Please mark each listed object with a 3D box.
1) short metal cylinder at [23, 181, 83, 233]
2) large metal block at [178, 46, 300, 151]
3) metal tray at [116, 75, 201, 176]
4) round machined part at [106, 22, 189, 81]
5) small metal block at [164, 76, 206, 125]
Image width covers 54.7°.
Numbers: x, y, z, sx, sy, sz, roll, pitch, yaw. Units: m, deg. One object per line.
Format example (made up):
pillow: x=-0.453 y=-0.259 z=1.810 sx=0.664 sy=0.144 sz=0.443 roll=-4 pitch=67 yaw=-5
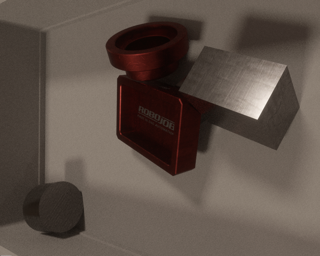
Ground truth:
short metal cylinder: x=-0.176 y=0.131 z=0.513 sx=0.050 sy=0.081 sz=0.080 roll=-14 pitch=81 yaw=39
large metal block: x=0.078 y=-0.028 z=0.297 sx=0.080 sy=0.080 sz=0.050 roll=26 pitch=83 yaw=36
metal tray: x=-0.008 y=-0.010 z=0.379 sx=0.130 sy=0.030 sz=0.089 roll=28 pitch=121 yaw=47
round machined part: x=-0.013 y=-0.092 z=0.380 sx=0.098 sy=0.099 sz=0.042 roll=23 pitch=139 yaw=37
small metal block: x=0.034 y=-0.028 z=0.377 sx=0.050 sy=0.025 sz=0.050 roll=-40 pitch=66 yaw=32
